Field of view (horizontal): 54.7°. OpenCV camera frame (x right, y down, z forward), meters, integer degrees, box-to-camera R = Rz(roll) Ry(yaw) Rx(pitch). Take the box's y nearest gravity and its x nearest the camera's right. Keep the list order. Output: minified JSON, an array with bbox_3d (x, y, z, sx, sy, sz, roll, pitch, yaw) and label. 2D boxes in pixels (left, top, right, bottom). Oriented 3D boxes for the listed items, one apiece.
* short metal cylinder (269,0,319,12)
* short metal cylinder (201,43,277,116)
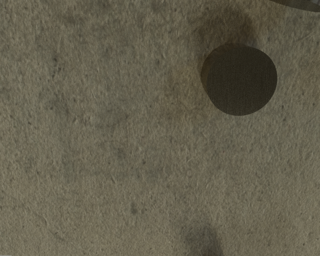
[{"bbox_3d":[0.145,-0.159,0.324,0.080,0.080,0.050,16,109,-6],"label":"short metal cylinder"},{"bbox_3d":[0.093,-0.060,0.376,0.081,0.050,0.079,0,110,-1],"label":"short metal cylinder"}]
